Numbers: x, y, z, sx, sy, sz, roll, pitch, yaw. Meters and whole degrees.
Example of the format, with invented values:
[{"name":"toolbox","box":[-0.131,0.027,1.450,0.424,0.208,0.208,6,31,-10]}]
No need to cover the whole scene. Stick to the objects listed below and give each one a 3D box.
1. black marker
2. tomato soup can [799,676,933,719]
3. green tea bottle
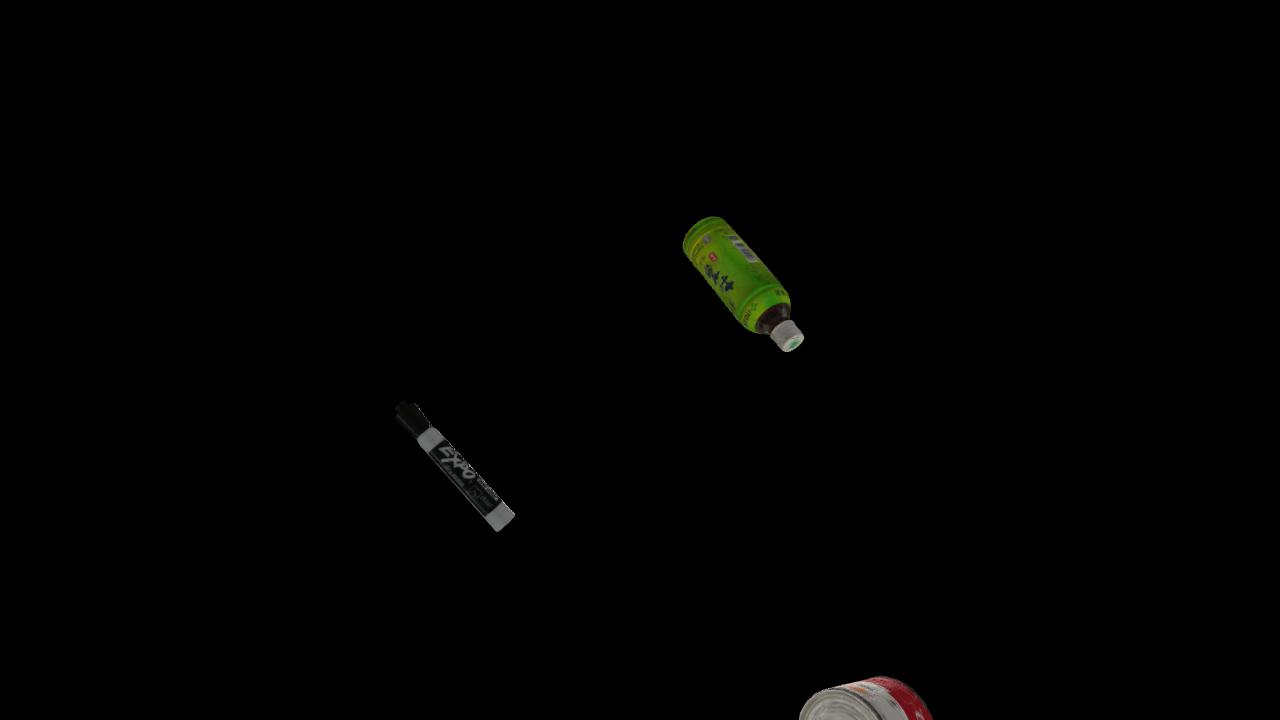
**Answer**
[{"name":"black marker","box":[-0.141,0.079,0.464,0.020,0.121,0.020,-41,2,2]},{"name":"tomato soup can","box":[0.167,0.272,0.451,0.068,0.068,0.101,0,-18,41]},{"name":"green tea bottle","box":[0.133,-0.095,0.774,0.073,0.073,0.212,0,44,-39]}]
